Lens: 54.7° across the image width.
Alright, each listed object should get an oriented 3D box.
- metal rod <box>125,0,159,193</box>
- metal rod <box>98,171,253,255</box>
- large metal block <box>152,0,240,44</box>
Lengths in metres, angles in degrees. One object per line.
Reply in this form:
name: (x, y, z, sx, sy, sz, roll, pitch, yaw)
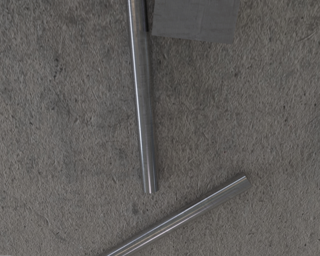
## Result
metal rod: (-0.022, -0.053, 0.389, 0.025, 0.025, 0.298, -3, 110, 1)
metal rod: (0.001, 0.152, 0.465, 0.300, 0.025, 0.025, -33, 107, 11)
large metal block: (0.034, -0.124, 0.335, 0.081, 0.080, 0.050, 6, 110, -2)
